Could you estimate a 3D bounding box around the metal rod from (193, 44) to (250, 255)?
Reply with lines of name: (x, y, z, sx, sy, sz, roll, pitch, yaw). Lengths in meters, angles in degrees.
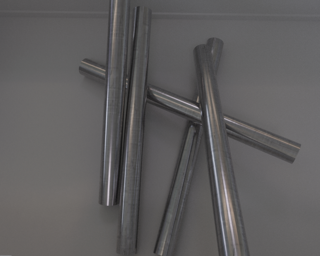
metal rod: (0.060, 0.011, 0.331, 0.025, 0.025, 0.300, -1, 51, 0)

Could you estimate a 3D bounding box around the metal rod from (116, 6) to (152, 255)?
metal rod: (-0.031, -0.004, 0.380, 0.025, 0.025, 0.298, 3, 82, 1)

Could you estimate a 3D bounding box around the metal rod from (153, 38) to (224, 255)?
metal rod: (0.043, 0.011, 0.405, 0.025, 0.025, 0.299, 14, 70, 5)

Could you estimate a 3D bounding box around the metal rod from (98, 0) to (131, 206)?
metal rod: (-0.054, -0.058, 0.374, 0.025, 0.025, 0.298, 3, 91, 1)

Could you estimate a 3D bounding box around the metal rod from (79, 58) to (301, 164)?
metal rod: (0.024, -0.029, 0.396, 0.301, 0.025, 0.025, 24, 72, 17)
